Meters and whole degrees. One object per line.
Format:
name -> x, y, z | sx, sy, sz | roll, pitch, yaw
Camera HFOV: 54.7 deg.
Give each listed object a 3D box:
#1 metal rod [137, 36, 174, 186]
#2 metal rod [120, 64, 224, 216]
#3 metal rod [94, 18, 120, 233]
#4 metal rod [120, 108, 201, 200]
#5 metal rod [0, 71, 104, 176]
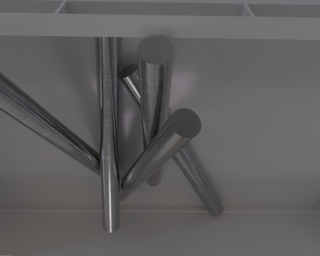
metal rod -> -0.006, 0.012, 0.343 | 0.025, 0.025, 0.299 | 1, 154, -1
metal rod -> 0.030, 0.037, 0.440 | 0.025, 0.025, 0.299 | -21, 127, 17
metal rod -> -0.064, 0.019, 0.390 | 0.025, 0.025, 0.298 | 3, 120, -3
metal rod -> -0.022, 0.051, 0.369 | 0.025, 0.025, 0.299 | 14, 155, -12
metal rod -> -0.111, 0.007, 0.337 | 0.025, 0.025, 0.300 | -12, 153, 10
